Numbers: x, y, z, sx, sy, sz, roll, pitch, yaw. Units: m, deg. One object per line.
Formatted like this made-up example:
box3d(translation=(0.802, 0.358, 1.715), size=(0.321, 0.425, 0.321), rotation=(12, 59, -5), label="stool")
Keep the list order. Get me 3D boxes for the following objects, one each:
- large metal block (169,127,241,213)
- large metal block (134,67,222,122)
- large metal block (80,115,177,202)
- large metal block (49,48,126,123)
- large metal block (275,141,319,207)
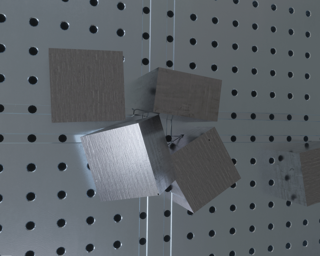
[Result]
box3d(translation=(0.048, 0.052, 0.417), size=(0.080, 0.050, 0.080), rotation=(-32, 101, -17), label="large metal block")
box3d(translation=(0.020, -0.037, 0.390), size=(0.081, 0.080, 0.050), rotation=(8, 88, -20), label="large metal block")
box3d(translation=(-0.036, 0.035, 0.364), size=(0.050, 0.080, 0.080), rotation=(-27, 103, -62), label="large metal block")
box3d(translation=(-0.088, -0.047, 0.367), size=(0.081, 0.050, 0.080), rotation=(-3, 91, -20), label="large metal block")
box3d(translation=(0.236, 0.068, 0.486), size=(0.081, 0.050, 0.080), rotation=(-11, 94, -20), label="large metal block")
